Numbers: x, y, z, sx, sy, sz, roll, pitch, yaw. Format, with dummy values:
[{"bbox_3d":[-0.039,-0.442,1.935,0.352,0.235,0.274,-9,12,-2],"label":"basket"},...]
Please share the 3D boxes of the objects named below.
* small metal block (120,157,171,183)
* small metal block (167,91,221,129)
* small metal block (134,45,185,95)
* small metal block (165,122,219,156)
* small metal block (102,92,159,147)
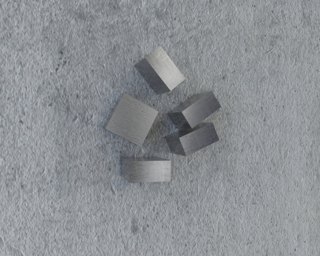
[{"bbox_3d":[-0.019,0.051,0.389,0.050,0.050,0.025,1,90,-20],"label":"small metal block"},{"bbox_3d":[0.044,-0.024,0.412,0.050,0.050,0.025,-35,102,-17],"label":"small metal block"},{"bbox_3d":[-0.002,-0.072,0.395,0.025,0.050,0.050,-43,104,-15],"label":"small metal block"},{"bbox_3d":[0.041,0.014,0.411,0.050,0.050,0.025,-24,98,-18],"label":"small metal block"},{"bbox_3d":[-0.038,-0.010,0.395,0.050,0.025,0.050,29,81,-18],"label":"small metal block"}]
